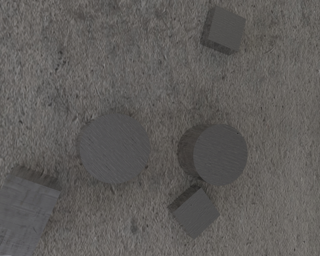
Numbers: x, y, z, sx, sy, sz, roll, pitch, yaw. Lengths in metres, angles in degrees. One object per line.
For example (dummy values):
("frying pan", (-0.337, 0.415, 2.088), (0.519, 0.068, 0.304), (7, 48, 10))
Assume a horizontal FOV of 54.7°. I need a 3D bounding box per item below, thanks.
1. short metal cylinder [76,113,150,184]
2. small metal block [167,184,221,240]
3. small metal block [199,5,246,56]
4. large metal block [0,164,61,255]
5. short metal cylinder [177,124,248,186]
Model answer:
("short metal cylinder", (-0.058, 0.023, 0.375), (0.081, 0.050, 0.080), (0, 90, -20))
("small metal block", (0.046, 0.115, 0.427), (0.050, 0.025, 0.050), (-38, 103, -16))
("small metal block", (0.090, -0.138, 0.442), (0.050, 0.025, 0.050), (16, 85, -20))
("large metal block", (-0.147, 0.088, 0.326), (0.050, 0.080, 0.080), (25, 82, -19))
("short metal cylinder", (0.071, 0.034, 0.422), (0.081, 0.050, 0.080), (0, 90, -20))
